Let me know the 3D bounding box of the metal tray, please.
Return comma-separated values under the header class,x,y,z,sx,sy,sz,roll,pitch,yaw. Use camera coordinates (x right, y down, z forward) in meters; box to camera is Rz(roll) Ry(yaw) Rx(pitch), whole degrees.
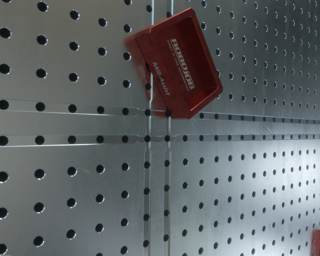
class,x,y,z,sx,sy,sz,roll,pitch,yaw
metal tray,0.032,-0.088,0.430,0.090,0.030,0.130,-38,114,-33
